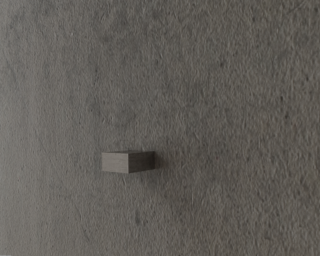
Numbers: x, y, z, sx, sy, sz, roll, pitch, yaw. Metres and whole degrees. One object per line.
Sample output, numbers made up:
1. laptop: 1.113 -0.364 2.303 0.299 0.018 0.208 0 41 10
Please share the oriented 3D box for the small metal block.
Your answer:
1. small metal block: -0.043 0.045 0.422 0.050 0.050 0.025 -2 89 39
